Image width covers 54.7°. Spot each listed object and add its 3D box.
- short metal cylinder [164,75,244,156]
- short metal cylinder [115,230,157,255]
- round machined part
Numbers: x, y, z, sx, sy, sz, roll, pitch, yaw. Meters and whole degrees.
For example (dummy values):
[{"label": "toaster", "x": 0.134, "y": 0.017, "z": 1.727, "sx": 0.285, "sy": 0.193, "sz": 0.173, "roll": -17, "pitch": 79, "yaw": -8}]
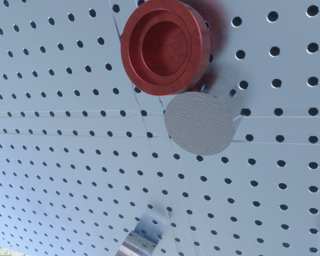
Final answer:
[{"label": "short metal cylinder", "x": 0.052, "y": -0.015, "z": 0.358, "sx": 0.080, "sy": 0.050, "sz": 0.079, "roll": 13, "pitch": 124, "yaw": 21}, {"label": "short metal cylinder", "x": -0.046, "y": 0.228, "z": 0.541, "sx": 0.050, "sy": 0.080, "sz": 0.079, "roll": 27, "pitch": 128, "yaw": 11}, {"label": "round machined part", "x": 0.009, "y": -0.084, "z": 0.331, "sx": 0.098, "sy": 0.042, "sz": 0.097, "roll": 7, "pitch": 104, "yaw": 32}]
